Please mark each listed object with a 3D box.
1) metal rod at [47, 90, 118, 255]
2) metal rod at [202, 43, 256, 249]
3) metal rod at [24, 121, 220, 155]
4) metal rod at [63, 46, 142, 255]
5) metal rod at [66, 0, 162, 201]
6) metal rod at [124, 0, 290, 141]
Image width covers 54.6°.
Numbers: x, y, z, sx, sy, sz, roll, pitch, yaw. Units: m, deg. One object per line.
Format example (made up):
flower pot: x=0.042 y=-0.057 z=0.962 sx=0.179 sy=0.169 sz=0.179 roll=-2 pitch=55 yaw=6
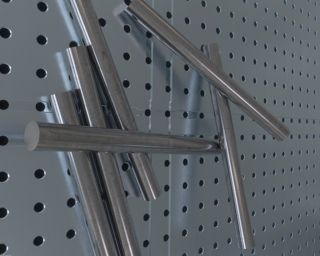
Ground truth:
metal rod: x=-0.071 y=0.107 z=0.349 sx=0.025 sy=0.025 sz=0.298 roll=-22 pitch=104 yaw=-38
metal rod: x=0.100 y=0.022 z=0.458 sx=0.025 sy=0.025 sz=0.299 roll=-4 pitch=83 yaw=-40
metal rod: x=-0.008 y=0.018 z=0.369 sx=0.302 sy=0.025 sz=0.025 roll=7 pitch=86 yaw=-49
metal rod: x=-0.058 y=0.058 z=0.359 sx=0.025 sy=0.025 sz=0.298 roll=-22 pitch=104 yaw=-38
metal rod: x=-0.057 y=-0.049 z=0.360 sx=0.025 sy=0.025 sz=0.299 roll=-31 pitch=109 yaw=-36
metal rod: x=0.078 y=-0.072 z=0.432 sx=0.301 sy=0.025 sz=0.025 roll=36 pitch=68 yaw=-21
